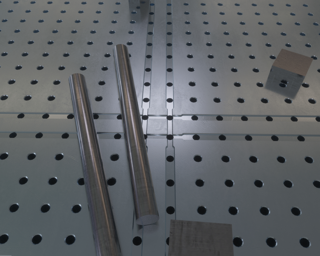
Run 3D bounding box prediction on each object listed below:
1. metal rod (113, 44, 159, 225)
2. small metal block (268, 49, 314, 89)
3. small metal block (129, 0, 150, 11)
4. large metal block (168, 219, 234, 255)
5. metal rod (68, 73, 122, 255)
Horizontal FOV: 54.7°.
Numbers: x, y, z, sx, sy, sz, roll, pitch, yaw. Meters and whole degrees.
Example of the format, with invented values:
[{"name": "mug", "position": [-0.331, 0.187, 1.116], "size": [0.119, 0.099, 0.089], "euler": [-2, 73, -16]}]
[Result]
[{"name": "metal rod", "position": [-0.039, -0.016, 0.420], "size": [0.025, 0.025, 0.300], "euler": [-8, 50, -7]}, {"name": "small metal block", "position": [0.206, -0.095, 0.489], "size": [0.050, 0.025, 0.050], "euler": [25, 54, 19]}, {"name": "small metal block", "position": [-0.041, -0.273, 0.620], "size": [0.025, 0.050, 0.050], "euler": [18, 52, 15]}, {"name": "large metal block", "position": [0.030, 0.133, 0.260], "size": [0.050, 0.080, 0.080], "euler": [4, 50, 3]}, {"name": "metal rod", "position": [-0.083, 0.037, 0.375], "size": [0.025, 0.025, 0.300], "euler": [-13, 51, -11]}]
